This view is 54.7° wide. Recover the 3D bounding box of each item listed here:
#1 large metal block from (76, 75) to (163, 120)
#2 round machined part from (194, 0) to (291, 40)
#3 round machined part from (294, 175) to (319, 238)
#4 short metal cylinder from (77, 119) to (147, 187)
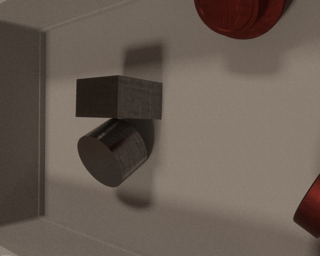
[{"bbox_3d":[-0.054,-0.038,0.413,0.080,0.081,0.050,3,92,39],"label":"large metal block"},{"bbox_3d":[0.073,-0.130,0.301,0.098,0.042,0.097,28,147,21],"label":"round machined part"},{"bbox_3d":[0.150,0.046,0.235,0.042,0.099,0.097,38,113,33],"label":"round machined part"},{"bbox_3d":[-0.065,0.033,0.421,0.080,0.050,0.079,22,131,28],"label":"short metal cylinder"}]
